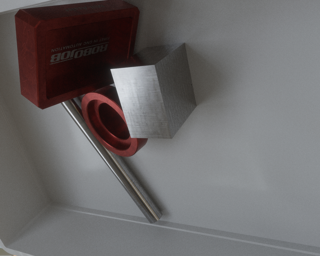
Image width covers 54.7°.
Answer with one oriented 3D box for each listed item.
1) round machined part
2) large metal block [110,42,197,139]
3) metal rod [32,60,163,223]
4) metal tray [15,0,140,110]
[{"bbox_3d":[-0.053,-0.014,0.405,0.098,0.042,0.097,27,138,27],"label":"round machined part"},{"bbox_3d":[-0.002,-0.043,0.347,0.050,0.080,0.080,0,119,28],"label":"large metal block"},{"bbox_3d":[-0.088,0.024,0.467,0.025,0.025,0.299,-25,105,36],"label":"metal rod"},{"bbox_3d":[-0.081,-0.082,0.329,0.030,0.131,0.089,33,130,24],"label":"metal tray"}]
